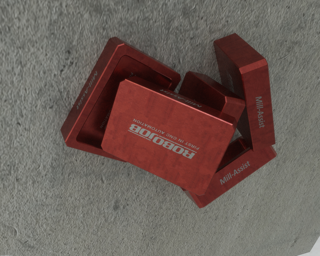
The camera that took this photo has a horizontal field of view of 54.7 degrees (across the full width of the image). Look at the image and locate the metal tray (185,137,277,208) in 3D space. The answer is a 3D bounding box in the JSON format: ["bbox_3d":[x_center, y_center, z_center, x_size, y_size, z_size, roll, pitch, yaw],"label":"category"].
[{"bbox_3d":[0.094,0.059,0.456,0.130,0.090,0.030,-33,94,-7],"label":"metal tray"}]

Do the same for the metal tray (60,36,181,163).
[{"bbox_3d":[-0.046,-0.028,0.364,0.091,0.030,0.129,22,107,-37],"label":"metal tray"}]

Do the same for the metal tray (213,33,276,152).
[{"bbox_3d":[0.109,-0.044,0.397,0.030,0.090,0.129,-21,128,1],"label":"metal tray"}]

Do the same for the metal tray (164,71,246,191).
[{"bbox_3d":[0.045,0.004,0.395,0.030,0.090,0.129,7,116,-32],"label":"metal tray"}]

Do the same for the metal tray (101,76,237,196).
[{"bbox_3d":[0.007,0.007,0.345,0.130,0.030,0.089,24,112,9],"label":"metal tray"}]
